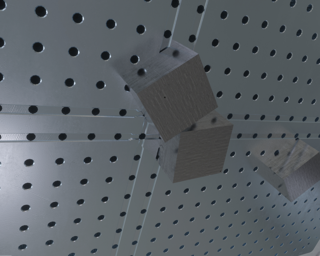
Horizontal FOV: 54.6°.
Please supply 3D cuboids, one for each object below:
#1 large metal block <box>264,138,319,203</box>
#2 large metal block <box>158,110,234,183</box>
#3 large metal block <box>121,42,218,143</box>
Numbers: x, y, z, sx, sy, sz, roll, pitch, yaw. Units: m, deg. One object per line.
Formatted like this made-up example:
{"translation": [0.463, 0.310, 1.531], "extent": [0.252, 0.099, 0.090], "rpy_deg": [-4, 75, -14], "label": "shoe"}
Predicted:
{"translation": [0.252, 0.079, 0.580], "extent": [0.080, 0.050, 0.080], "rpy_deg": [-37, 129, -4], "label": "large metal block"}
{"translation": [0.047, 0.023, 0.434], "extent": [0.081, 0.050, 0.079], "rpy_deg": [-8, 122, -25], "label": "large metal block"}
{"translation": [0.013, -0.043, 0.375], "extent": [0.080, 0.050, 0.080], "rpy_deg": [-34, 129, -6], "label": "large metal block"}
